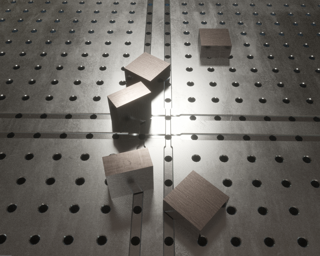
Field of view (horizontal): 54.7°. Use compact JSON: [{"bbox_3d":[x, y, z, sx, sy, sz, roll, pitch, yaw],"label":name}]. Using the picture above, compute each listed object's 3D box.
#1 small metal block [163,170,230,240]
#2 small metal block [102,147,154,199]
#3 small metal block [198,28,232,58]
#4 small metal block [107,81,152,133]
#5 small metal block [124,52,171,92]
[{"bbox_3d":[0.039,0.083,0.339,0.050,0.025,0.050,36,58,26],"label":"small metal block"},{"bbox_3d":[-0.035,0.051,0.348,0.050,0.050,0.025,-12,51,-10],"label":"small metal block"},{"bbox_3d":[0.093,-0.146,0.532,0.050,0.025,0.050,1,50,0],"label":"small metal block"},{"bbox_3d":[-0.039,-0.028,0.414,0.050,0.050,0.025,-27,56,-21],"label":"small metal block"},{"bbox_3d":[-0.019,-0.087,0.480,0.050,0.025,0.050,30,56,22],"label":"small metal block"}]
